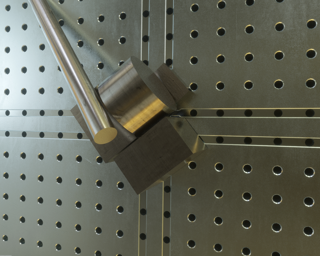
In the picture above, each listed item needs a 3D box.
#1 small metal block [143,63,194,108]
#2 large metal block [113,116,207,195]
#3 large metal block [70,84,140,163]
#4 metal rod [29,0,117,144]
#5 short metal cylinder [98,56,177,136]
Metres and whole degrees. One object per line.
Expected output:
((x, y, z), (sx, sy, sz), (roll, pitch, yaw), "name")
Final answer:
((0.007, -0.049, 0.410), (0.050, 0.025, 0.050), (-43, 77, 14), "small metal block")
((0.004, 0.031, 0.379), (0.080, 0.080, 0.050), (-39, 78, 15), "large metal block")
((-0.055, -0.005, 0.402), (0.050, 0.080, 0.080), (-39, 78, 16), "large metal block")
((-0.124, -0.097, 0.399), (0.025, 0.025, 0.300), (-43, 56, 15), "metal rod")
((-0.025, -0.037, 0.364), (0.050, 0.080, 0.080), (-38, 78, 16), "short metal cylinder")
